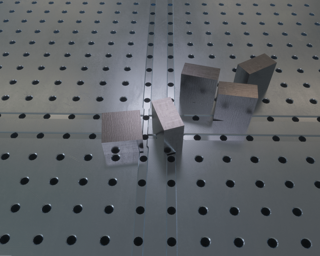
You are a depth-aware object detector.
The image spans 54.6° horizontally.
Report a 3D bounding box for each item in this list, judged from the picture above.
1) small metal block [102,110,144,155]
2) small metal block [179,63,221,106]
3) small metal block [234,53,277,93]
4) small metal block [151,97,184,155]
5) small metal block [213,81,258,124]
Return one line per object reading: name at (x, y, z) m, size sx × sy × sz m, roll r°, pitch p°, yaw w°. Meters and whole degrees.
small metal block at (-0.049, 0.005, 0.404) m, size 0.050 × 0.025 × 0.050 m, roll -5°, pitch 50°, yaw -4°
small metal block at (0.056, -0.062, 0.444) m, size 0.050 × 0.050 × 0.025 m, roll 12°, pitch 51°, yaw 10°
small metal block at (0.137, -0.075, 0.455) m, size 0.050 × 0.050 × 0.025 m, roll -24°, pitch 54°, yaw -19°
small metal block at (0.009, -0.003, 0.394) m, size 0.025 × 0.050 × 0.050 m, roll -14°, pitch 52°, yaw -11°
small metal block at (0.101, -0.034, 0.421) m, size 0.050 × 0.050 × 0.025 m, roll 7°, pitch 51°, yaw 6°
